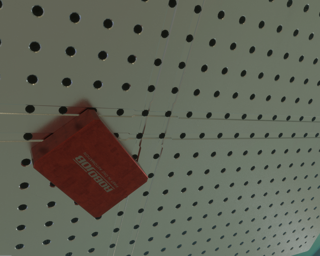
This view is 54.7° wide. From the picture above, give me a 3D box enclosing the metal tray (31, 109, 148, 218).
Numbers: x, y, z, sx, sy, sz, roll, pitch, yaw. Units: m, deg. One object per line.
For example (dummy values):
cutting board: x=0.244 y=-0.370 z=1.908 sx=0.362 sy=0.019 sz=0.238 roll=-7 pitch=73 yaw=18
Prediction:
metal tray: x=-0.084 y=0.049 z=0.394 sx=0.090 sy=0.030 sz=0.130 roll=-37 pitch=130 yaw=-4
